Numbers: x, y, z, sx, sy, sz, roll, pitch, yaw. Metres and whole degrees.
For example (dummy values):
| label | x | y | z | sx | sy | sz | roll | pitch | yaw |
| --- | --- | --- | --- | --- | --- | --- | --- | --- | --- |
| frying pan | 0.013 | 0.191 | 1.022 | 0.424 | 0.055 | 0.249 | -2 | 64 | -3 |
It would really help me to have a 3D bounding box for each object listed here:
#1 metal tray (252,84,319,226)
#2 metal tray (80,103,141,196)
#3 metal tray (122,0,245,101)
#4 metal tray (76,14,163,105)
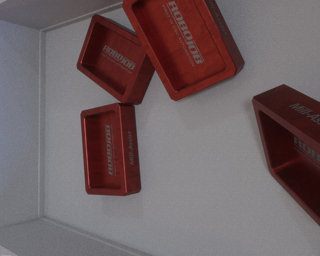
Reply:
| label | x | y | z | sx | sy | sz | roll | pitch | yaw |
| --- | --- | --- | --- | --- | --- | --- | --- | --- | --- |
| metal tray | 0.120 | 0.029 | 0.231 | 0.130 | 0.030 | 0.090 | -115 | 3 | -63 |
| metal tray | -0.076 | 0.033 | 0.463 | 0.090 | 0.030 | 0.129 | -8 | 85 | 39 |
| metal tray | 0.025 | -0.105 | 0.348 | 0.090 | 0.030 | 0.130 | -22 | 101 | 37 |
| metal tray | -0.064 | -0.102 | 0.453 | 0.130 | 0.030 | 0.089 | 37 | 112 | 33 |
